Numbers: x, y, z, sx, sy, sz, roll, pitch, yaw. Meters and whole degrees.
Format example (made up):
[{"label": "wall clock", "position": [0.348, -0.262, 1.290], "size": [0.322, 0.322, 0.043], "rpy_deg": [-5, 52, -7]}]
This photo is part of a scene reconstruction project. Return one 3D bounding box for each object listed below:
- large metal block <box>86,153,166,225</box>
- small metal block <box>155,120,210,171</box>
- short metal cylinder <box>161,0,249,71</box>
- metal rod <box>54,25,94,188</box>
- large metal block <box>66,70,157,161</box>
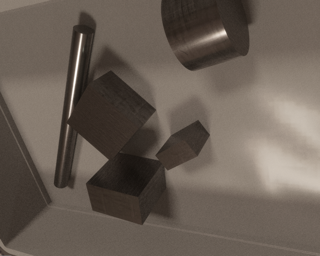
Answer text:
[{"label": "large metal block", "position": [-0.045, 0.083, 0.447], "size": [0.080, 0.080, 0.050], "rpy_deg": [9, 122, 23]}, {"label": "small metal block", "position": [0.029, 0.021, 0.389], "size": [0.050, 0.050, 0.025], "rpy_deg": [-32, 101, 38]}, {"label": "short metal cylinder", "position": [0.044, -0.099, 0.288], "size": [0.050, 0.080, 0.080], "rpy_deg": [-12, 112, 33]}, {"label": "metal rod", "position": [-0.137, -0.011, 0.471], "size": [0.025, 0.025, 0.298], "rpy_deg": [29, 128, 10]}, {"label": "large metal block", "position": [-0.066, -0.016, 0.416], "size": [0.080, 0.050, 0.080], "rpy_deg": [41, 129, -1]}]
